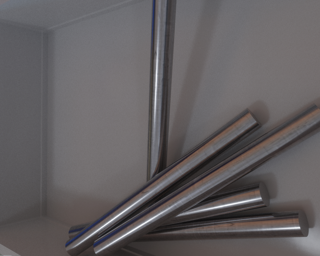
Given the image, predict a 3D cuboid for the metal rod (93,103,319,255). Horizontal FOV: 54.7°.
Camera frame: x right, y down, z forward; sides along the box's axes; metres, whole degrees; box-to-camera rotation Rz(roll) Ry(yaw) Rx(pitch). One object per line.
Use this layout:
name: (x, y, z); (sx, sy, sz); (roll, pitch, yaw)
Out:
metal rod: (0.037, 0.070, 0.339); (0.299, 0.025, 0.025); (-37, 67, 21)

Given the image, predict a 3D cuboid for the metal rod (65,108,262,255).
metal rod: (-0.010, 0.077, 0.376); (0.299, 0.025, 0.025); (-39, 66, 20)

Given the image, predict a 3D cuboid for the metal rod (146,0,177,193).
metal rod: (0.000, -0.036, 0.357); (0.025, 0.025, 0.298); (22, 119, 38)

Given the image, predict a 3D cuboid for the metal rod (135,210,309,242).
metal rod: (0.024, 0.127, 0.386); (0.299, 0.025, 0.025); (-18, 78, 38)

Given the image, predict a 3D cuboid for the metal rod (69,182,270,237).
metal rod: (-0.011, 0.115, 0.395); (0.300, 0.025, 0.025); (-22, 76, 32)
